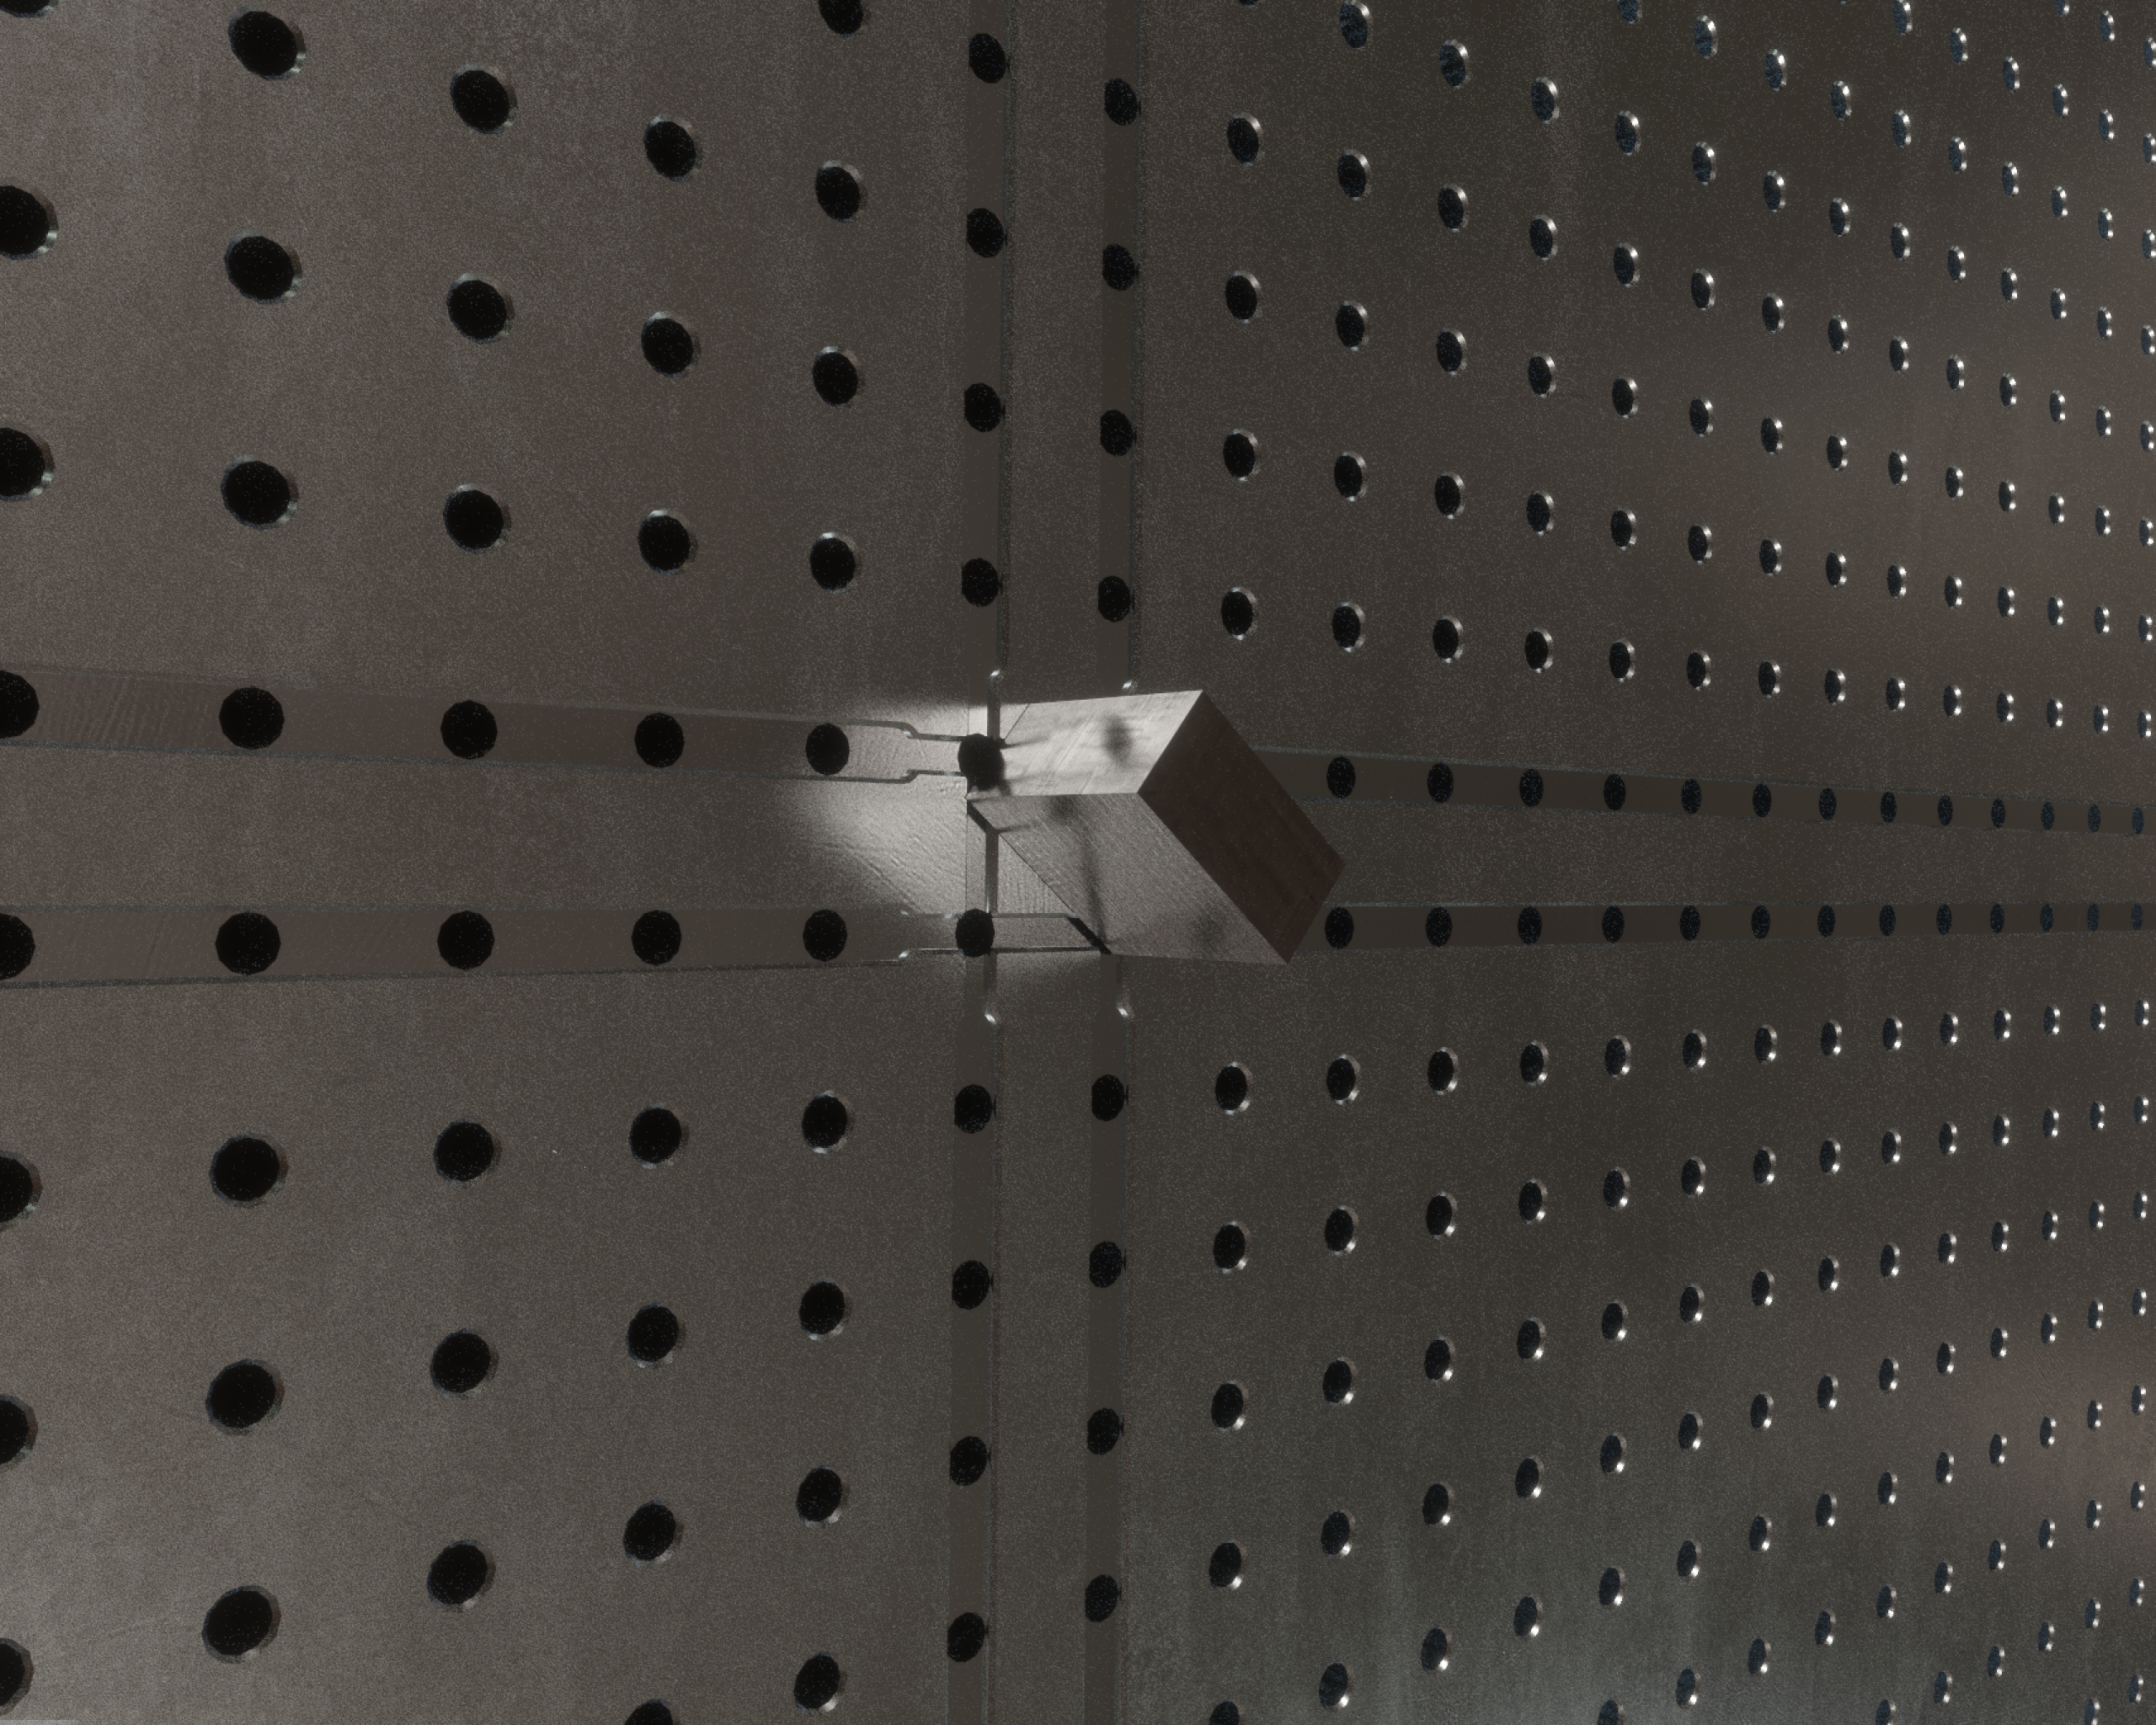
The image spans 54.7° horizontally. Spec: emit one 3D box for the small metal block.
[{"bbox_3d":[0.015,-0.006,0.407,0.050,0.050,0.025,48,62,-30],"label":"small metal block"}]
